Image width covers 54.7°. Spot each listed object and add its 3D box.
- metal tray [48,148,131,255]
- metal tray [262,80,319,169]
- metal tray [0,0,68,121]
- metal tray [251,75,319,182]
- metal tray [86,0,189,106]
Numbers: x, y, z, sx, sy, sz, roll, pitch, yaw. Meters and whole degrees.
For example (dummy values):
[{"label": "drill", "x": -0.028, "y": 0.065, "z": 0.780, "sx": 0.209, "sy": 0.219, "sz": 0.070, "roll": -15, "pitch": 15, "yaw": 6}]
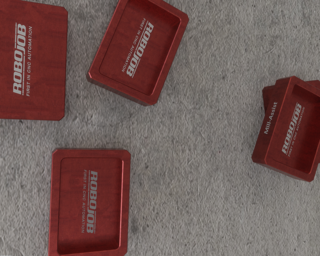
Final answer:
[{"label": "metal tray", "x": -0.085, "y": 0.090, "z": 0.374, "sx": 0.091, "sy": 0.030, "sz": 0.129, "roll": 2, "pitch": 89, "yaw": -20}, {"label": "metal tray", "x": 0.213, "y": -0.006, "z": 0.485, "sx": 0.091, "sy": 0.030, "sz": 0.129, "roll": -9, "pitch": 93, "yaw": -20}, {"label": "metal tray", "x": -0.154, "y": -0.074, "z": 0.349, "sx": 0.091, "sy": 0.030, "sz": 0.129, "roll": 2, "pitch": 89, "yaw": -20}, {"label": "metal tray", "x": 0.194, "y": 0.002, "z": 0.445, "sx": 0.091, "sy": 0.030, "sz": 0.130, "roll": 22, "pitch": 83, "yaw": -19}, {"label": "metal tray", "x": -0.027, "y": -0.103, "z": 0.395, "sx": 0.091, "sy": 0.030, "sz": 0.130, "roll": 23, "pitch": 82, "yaw": -19}]
